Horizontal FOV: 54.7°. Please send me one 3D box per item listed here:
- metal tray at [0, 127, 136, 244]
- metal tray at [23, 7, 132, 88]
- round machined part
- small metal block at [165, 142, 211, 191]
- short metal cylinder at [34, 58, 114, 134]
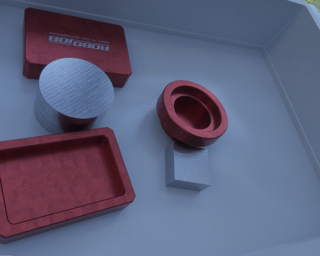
[{"bbox_3d":[-0.100,0.052,0.317,0.131,0.030,0.090,-9,66,-32],"label":"metal tray"},{"bbox_3d":[-0.108,-0.104,0.408,0.131,0.030,0.090,2,61,-28],"label":"metal tray"},{"bbox_3d":[0.039,-0.015,0.422,0.099,0.042,0.098,16,49,-19],"label":"round machined part"},{"bbox_3d":[0.035,0.050,0.396,0.050,0.025,0.050,13,57,-22],"label":"small metal block"},{"bbox_3d":[-0.100,-0.033,0.357,0.081,0.050,0.080,14,56,-21],"label":"short metal cylinder"}]
